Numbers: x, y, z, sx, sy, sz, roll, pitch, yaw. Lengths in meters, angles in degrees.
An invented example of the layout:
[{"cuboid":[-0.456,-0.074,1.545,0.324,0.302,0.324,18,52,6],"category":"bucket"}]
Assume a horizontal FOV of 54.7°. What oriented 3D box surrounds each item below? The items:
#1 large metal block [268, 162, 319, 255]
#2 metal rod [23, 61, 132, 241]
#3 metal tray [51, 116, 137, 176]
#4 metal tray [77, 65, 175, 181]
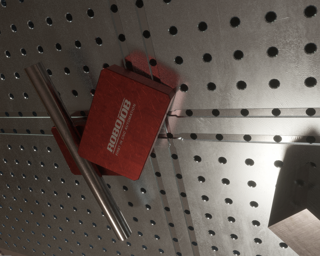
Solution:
[{"cuboid":[0.174,0.099,0.345,0.080,0.080,0.050,42,129,-1],"category":"large metal block"},{"cuboid":[-0.113,0.047,0.457,0.025,0.025,0.299,-10,114,32],"category":"metal rod"},{"cuboid":[-0.095,0.028,0.473,0.130,0.030,0.089,-4,117,29],"category":"metal tray"},{"cuboid":[-0.046,-0.005,0.401,0.090,0.030,0.129,24,114,3],"category":"metal tray"}]
